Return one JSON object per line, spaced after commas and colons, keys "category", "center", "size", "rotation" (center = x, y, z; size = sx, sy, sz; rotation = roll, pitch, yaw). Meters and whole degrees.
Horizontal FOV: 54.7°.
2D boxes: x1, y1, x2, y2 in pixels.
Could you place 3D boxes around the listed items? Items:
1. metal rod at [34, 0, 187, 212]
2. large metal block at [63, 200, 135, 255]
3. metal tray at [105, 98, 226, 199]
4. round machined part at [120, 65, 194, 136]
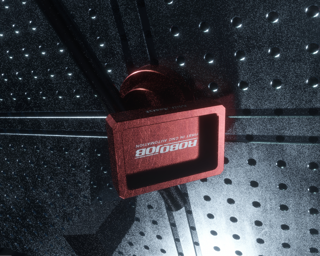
{"category": "metal rod", "center": [-0.051, -0.023, 0.369], "size": [0.025, 0.025, 0.299], "rotation": [-21, 108, 36]}
{"category": "large metal block", "center": [-0.105, 0.174, 0.539], "size": [0.080, 0.080, 0.050], "rotation": [-16, 110, 34]}
{"category": "metal tray", "center": [0.010, 0.021, 0.352], "size": [0.030, 0.131, 0.089], "rotation": [-139, 43, -61]}
{"category": "round machined part", "center": [-0.009, -0.026, 0.389], "size": [0.098, 0.042, 0.097], "rotation": [13, 124, 20]}
